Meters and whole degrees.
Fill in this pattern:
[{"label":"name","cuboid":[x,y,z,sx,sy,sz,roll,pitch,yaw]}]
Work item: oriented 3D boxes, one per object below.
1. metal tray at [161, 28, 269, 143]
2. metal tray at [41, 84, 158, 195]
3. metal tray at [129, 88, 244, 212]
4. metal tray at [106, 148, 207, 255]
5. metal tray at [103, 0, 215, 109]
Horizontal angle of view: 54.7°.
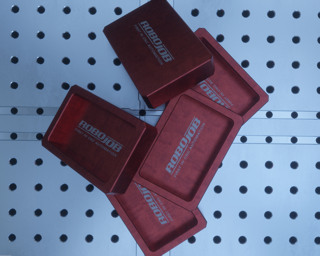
[{"label":"metal tray","cuboid":[0.066,-0.054,0.411,0.090,0.030,0.130,-43,91,0]},{"label":"metal tray","cuboid":[-0.078,0.011,0.379,0.130,0.030,0.090,28,90,30]},{"label":"metal tray","cuboid":[0.031,0.024,0.381,0.090,0.030,0.130,29,90,-1]},{"label":"metal tray","cuboid":[-0.010,0.095,0.410,0.090,0.030,0.130,-33,90,-1]},{"label":"metal tray","cuboid":[-0.005,-0.096,0.380,0.090,0.030,0.130,-30,60,-1]}]
